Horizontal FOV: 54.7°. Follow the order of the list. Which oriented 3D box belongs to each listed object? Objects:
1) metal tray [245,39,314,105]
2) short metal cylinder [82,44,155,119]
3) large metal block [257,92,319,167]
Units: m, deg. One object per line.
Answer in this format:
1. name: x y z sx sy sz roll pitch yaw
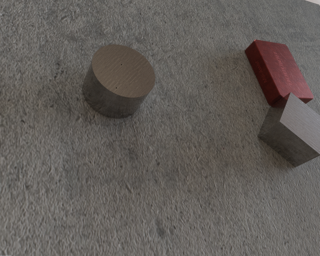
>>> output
1. metal tray: 0.223 -0.103 0.583 0.091 0.030 0.130 -1 62 -29
2. short metal cylinder: -0.053 -0.059 0.395 0.081 0.050 0.080 14 56 -21
3. large metal block: 0.216 0.002 0.503 0.080 0.050 0.080 39 51 -2
